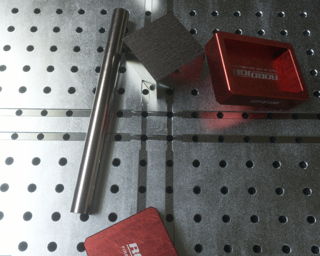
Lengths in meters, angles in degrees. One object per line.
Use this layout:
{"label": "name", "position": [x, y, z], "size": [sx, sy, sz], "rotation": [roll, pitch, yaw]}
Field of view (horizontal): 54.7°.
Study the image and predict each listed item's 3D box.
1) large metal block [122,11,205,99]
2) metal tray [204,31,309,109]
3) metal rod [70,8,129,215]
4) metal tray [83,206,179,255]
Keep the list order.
{"label": "large metal block", "position": [0.005, -0.102, 0.436], "size": [0.080, 0.050, 0.080], "rotation": [-33, 74, -11]}
{"label": "metal tray", "position": [0.129, -0.075, 0.411], "size": [0.131, 0.030, 0.090], "rotation": [1, 68, -24]}
{"label": "metal rod", "position": [-0.078, -0.036, 0.424], "size": [0.025, 0.025, 0.299], "rotation": [7, 70, 2]}
{"label": "metal tray", "position": [-0.018, 0.167, 0.348], "size": [0.091, 0.030, 0.130], "rotation": [-25, 72, -9]}
